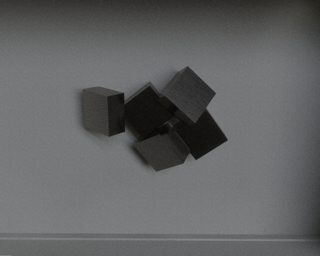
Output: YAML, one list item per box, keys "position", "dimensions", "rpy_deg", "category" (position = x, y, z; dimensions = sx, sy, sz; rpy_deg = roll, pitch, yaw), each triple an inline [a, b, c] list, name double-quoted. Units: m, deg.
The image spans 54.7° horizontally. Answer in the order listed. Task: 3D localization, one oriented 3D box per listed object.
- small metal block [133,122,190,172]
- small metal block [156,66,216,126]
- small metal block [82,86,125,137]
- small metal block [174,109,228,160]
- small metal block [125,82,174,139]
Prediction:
- position: [0.002, 0.026, 0.407]
  dimensions: [0.050, 0.025, 0.050]
  rpy_deg: [-23, 112, 41]
  category: "small metal block"
- position: [0.033, -0.039, 0.383]
  dimensions: [0.050, 0.025, 0.050]
  rpy_deg: [41, 70, -14]
  category: "small metal block"
- position: [-0.070, -0.022, 0.386]
  dimensions: [0.050, 0.025, 0.050]
  rpy_deg: [18, 116, 40]
  category: "small metal block"
- position: [0.054, 0.006, 0.413]
  dimensions: [0.050, 0.025, 0.050]
  rpy_deg: [-34, 107, 11]
  category: "small metal block"
- position: [-0.017, -0.023, 0.401]
  dimensions: [0.050, 0.025, 0.050]
  rpy_deg: [-36, 107, 12]
  category: "small metal block"
